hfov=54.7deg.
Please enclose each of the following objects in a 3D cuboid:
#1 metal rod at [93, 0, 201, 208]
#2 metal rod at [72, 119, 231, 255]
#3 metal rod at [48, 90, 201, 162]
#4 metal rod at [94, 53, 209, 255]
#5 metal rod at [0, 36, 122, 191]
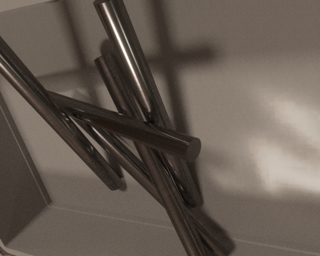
[{"bbox_3d":[0.000,-0.003,0.359,0.025,0.025,0.299,0,133,28],"label":"metal rod"},{"bbox_3d":[-0.020,0.070,0.439,0.300,0.025,0.025,43,129,6],"label":"metal rod"},{"bbox_3d":[-0.082,-0.016,0.388,0.300,0.025,0.025,18,127,37],"label":"metal rod"},{"bbox_3d":[-0.008,0.045,0.400,0.025,0.025,0.299,-23,94,36],"label":"metal rod"},{"bbox_3d":[-0.124,-0.003,0.399,0.025,0.025,0.299,1,142,27],"label":"metal rod"}]
